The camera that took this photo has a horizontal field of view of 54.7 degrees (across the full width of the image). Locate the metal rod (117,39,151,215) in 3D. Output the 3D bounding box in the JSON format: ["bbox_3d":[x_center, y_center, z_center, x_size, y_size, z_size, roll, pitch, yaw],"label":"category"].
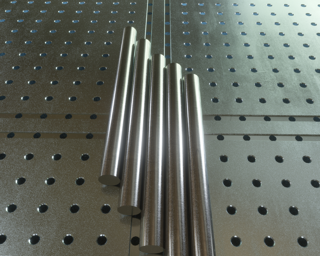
[{"bbox_3d":[-0.031,-0.026,0.428,0.025,0.025,0.300,1,50,0],"label":"metal rod"}]

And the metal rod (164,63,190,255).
[{"bbox_3d":[0.019,0.022,0.388,0.025,0.025,0.300,1,50,0],"label":"metal rod"}]

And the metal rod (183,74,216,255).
[{"bbox_3d":[0.044,0.042,0.372,0.025,0.025,0.300,1,50,0],"label":"metal rod"}]

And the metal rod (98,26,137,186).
[{"bbox_3d":[-0.056,-0.055,0.452,0.025,0.025,0.300,1,50,0],"label":"metal rod"}]

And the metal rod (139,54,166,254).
[{"bbox_3d":[-0.006,0.005,0.402,0.025,0.025,0.300,1,50,0],"label":"metal rod"}]
